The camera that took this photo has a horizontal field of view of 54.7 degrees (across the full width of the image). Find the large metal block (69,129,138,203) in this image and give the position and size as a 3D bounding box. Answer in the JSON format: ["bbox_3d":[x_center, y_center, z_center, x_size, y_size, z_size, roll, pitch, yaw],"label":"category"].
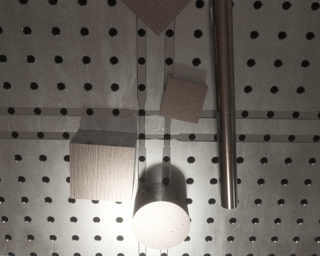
[{"bbox_3d":[-0.074,0.050,0.417,0.081,0.050,0.079,4,110,-2],"label":"large metal block"}]

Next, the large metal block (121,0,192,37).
[{"bbox_3d":[-0.004,-0.161,0.341,0.080,0.050,0.080,41,105,-14],"label":"large metal block"}]

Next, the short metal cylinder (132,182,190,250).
[{"bbox_3d":[0.001,0.126,0.447,0.081,0.050,0.079,0,110,-1],"label":"short metal cylinder"}]

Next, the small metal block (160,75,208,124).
[{"bbox_3d":[0.030,-0.037,0.400,0.050,0.025,0.050,12,110,-5],"label":"small metal block"}]

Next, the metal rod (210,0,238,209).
[{"bbox_3d":[0.085,-0.027,0.404,0.025,0.025,0.298,-6,110,2],"label":"metal rod"}]
